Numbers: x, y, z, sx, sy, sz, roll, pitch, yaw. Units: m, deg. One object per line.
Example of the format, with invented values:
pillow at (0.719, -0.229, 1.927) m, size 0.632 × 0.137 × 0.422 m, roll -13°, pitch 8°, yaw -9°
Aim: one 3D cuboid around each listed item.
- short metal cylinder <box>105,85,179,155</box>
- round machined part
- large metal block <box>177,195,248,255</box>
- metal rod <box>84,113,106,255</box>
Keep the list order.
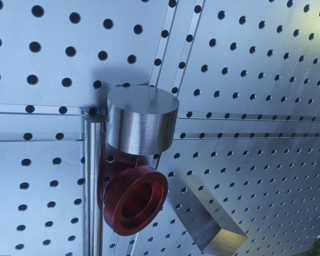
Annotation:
short metal cylinder at (-0.021, -0.012, 0.358) m, size 0.081 × 0.080 × 0.050 m, roll -6°, pitch 121°, yaw -26°
round machined part at (-0.038, 0.095, 0.427) m, size 0.099 × 0.042 × 0.097 m, roll -28°, pitch 132°, yaw -36°
large metal block at (0.090, 0.170, 0.533) m, size 0.080 × 0.080 × 0.050 m, roll 30°, pitch 102°, yaw -38°
metal rod at (-0.092, 0.118, 0.434) m, size 0.025 × 0.025 × 0.298 m, roll -8°, pitch 122°, yaw -25°
